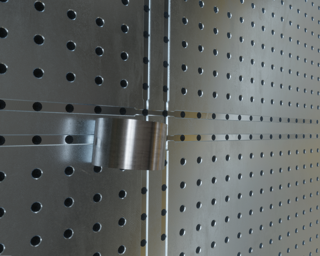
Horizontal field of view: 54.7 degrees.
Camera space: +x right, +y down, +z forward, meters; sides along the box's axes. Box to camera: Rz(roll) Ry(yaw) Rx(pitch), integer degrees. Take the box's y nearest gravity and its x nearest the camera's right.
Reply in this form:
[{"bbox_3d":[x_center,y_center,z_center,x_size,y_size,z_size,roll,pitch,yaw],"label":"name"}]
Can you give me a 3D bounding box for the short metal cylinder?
[{"bbox_3d":[-0.034,0.018,0.347,0.081,0.080,0.050,7,86,-40],"label":"short metal cylinder"}]
